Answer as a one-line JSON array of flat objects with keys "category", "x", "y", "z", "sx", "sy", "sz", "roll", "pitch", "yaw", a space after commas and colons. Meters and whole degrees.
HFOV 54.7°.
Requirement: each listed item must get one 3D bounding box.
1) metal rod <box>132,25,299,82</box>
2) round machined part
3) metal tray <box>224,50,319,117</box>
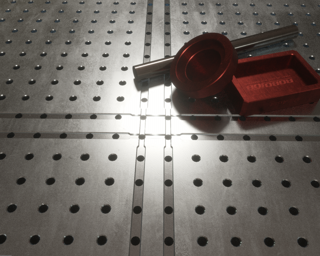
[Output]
[{"category": "metal rod", "x": 0.101, "y": -0.128, "z": 0.516, "sx": 0.302, "sy": 0.025, "sz": 0.025, "roll": -18, "pitch": 53, "yaw": -15}, {"category": "round machined part", "x": 0.067, "y": -0.086, "z": 0.449, "sx": 0.098, "sy": 0.042, "sz": 0.098, "roll": -18, "pitch": 56, "yaw": 29}, {"category": "metal tray", "x": 0.165, "y": -0.070, "z": 0.465, "sx": 0.131, "sy": 0.030, "sz": 0.090, "roll": -12, "pitch": 51, "yaw": -10}]
